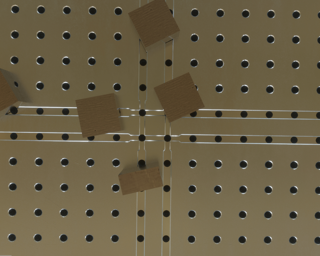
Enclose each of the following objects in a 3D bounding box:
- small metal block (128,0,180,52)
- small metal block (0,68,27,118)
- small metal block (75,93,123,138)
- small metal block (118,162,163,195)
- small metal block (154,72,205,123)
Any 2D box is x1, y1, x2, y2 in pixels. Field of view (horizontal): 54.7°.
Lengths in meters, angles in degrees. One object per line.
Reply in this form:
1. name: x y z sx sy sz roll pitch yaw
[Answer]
1. small metal block: -0.008 -0.138 0.413 0.050 0.025 0.050 -27 90 -1
2. small metal block: -0.217 -0.044 0.411 0.050 0.025 0.050 -30 90 -1
3. small metal block: -0.080 -0.016 0.412 0.050 0.025 0.050 -11 90 -1
4. small metal block: -0.024 0.064 0.401 0.050 0.050 0.025 -13 90 0
5. small metal block: 0.025 -0.040 0.414 0.050 0.025 0.050 -24 90 -1
